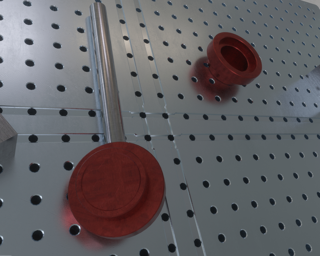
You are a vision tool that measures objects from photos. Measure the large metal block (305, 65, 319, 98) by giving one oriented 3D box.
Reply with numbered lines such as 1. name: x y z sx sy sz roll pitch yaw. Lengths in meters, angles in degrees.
1. large metal block: 0.360 -0.099 0.627 0.050 0.080 0.080 -14 69 -34

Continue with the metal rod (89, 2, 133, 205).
1. metal rod: -0.066 -0.048 0.401 0.025 0.025 0.299 3 61 -27

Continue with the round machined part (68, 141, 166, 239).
1. round machined part: -0.045 0.058 0.310 0.099 0.042 0.098 -2 64 4

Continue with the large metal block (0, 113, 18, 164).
1. large metal block: -0.194 0.006 0.284 0.080 0.050 0.080 48 51 5

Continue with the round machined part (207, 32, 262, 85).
1. round machined part: 0.122 -0.113 0.532 0.099 0.042 0.098 14 56 -21
